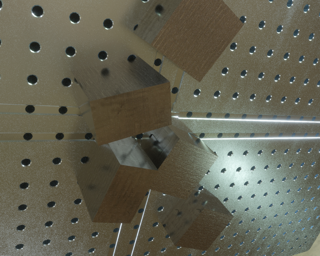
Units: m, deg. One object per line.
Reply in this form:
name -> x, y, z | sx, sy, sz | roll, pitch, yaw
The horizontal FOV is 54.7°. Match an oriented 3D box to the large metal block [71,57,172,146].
large metal block -> -0.042, -0.033, 0.333 | 0.081, 0.080, 0.050 | -17, 125, -19

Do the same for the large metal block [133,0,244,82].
large metal block -> 0.031, -0.111, 0.345 | 0.080, 0.050, 0.080 | 29, 102, -38

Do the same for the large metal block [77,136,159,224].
large metal block -> -0.056, 0.059, 0.383 | 0.050, 0.080, 0.080 | 15, 111, -35

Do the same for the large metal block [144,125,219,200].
large metal block -> 0.021, 0.047, 0.437 | 0.080, 0.050, 0.080 | 26, 104, -37

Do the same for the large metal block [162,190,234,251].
large metal block -> 0.064, 0.158, 0.531 | 0.080, 0.050, 0.080 | 26, 104, -38
